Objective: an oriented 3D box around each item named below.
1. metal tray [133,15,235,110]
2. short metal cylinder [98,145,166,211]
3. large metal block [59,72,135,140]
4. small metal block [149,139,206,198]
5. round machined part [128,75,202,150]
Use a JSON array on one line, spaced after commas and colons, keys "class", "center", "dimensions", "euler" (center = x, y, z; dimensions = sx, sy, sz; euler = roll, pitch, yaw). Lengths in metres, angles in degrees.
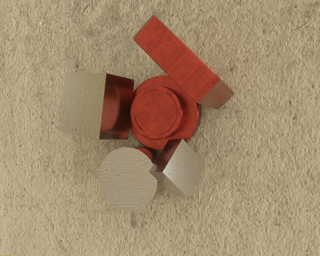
[{"class": "metal tray", "center": [0.033, -0.065, 0.341], "dimensions": [0.030, 0.130, 0.090], "euler": [-46, 76, 14]}, {"class": "short metal cylinder", "center": [-0.033, 0.063, 0.408], "dimensions": [0.080, 0.050, 0.079], "euler": [0, 90, 19]}, {"class": "large metal block", "center": [-0.085, -0.030, 0.412], "dimensions": [0.080, 0.050, 0.079], "euler": [9, 93, 36]}, {"class": "small metal block", "center": [0.022, 0.049, 0.377], "dimensions": [0.025, 0.050, 0.050], "euler": [-8, 131, 50]}, {"class": "round machined part", "center": [0.001, -0.020, 0.401], "dimensions": [0.098, 0.042, 0.097], "euler": [0, 90, 19]}]
